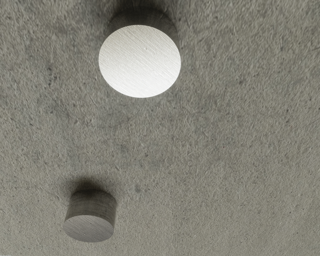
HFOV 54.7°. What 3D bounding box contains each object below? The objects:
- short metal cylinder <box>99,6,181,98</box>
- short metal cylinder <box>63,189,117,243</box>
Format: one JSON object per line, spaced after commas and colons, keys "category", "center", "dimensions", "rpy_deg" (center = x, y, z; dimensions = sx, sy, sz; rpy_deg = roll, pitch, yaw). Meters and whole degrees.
{"category": "short metal cylinder", "center": [-0.020, -0.079, 0.323], "dimensions": [0.081, 0.050, 0.079], "rpy_deg": [0, 130, 0]}
{"category": "short metal cylinder", "center": [-0.114, 0.146, 0.514], "dimensions": [0.081, 0.050, 0.079], "rpy_deg": [0, 130, 0]}
